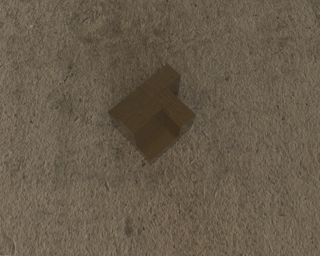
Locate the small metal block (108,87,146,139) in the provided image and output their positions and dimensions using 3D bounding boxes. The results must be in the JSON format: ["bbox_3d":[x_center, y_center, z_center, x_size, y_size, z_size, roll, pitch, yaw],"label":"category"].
[{"bbox_3d":[-0.037,-0.019,0.402,0.050,0.050,0.025,-42,76,-14],"label":"small metal block"}]

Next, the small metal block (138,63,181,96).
[{"bbox_3d":[0.000,-0.051,0.414,0.050,0.050,0.025,-42,76,-14],"label":"small metal block"}]

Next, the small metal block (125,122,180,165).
[{"bbox_3d":[-0.010,0.012,0.405,0.050,0.025,0.050,-41,75,-14],"label":"small metal block"}]

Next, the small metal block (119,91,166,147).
[{"bbox_3d":[-0.020,-0.010,0.373,0.050,0.050,0.025,-42,76,-14],"label":"small metal block"}]

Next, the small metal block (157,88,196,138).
[{"bbox_3d":[0.017,-0.017,0.402,0.025,0.050,0.050,-41,76,-14],"label":"small metal block"}]
